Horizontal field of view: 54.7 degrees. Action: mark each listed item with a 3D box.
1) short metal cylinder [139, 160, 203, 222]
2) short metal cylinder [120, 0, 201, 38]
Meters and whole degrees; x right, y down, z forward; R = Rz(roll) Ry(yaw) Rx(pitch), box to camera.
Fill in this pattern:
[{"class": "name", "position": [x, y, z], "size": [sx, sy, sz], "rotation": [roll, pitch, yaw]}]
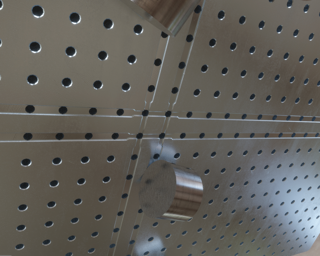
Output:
[{"class": "short metal cylinder", "position": [0.014, 0.090, 0.441], "size": [0.050, 0.080, 0.080], "rotation": [20, 107, -36]}, {"class": "short metal cylinder", "position": [-0.004, -0.131, 0.294], "size": [0.080, 0.080, 0.050], "rotation": [28, 103, -38]}]
